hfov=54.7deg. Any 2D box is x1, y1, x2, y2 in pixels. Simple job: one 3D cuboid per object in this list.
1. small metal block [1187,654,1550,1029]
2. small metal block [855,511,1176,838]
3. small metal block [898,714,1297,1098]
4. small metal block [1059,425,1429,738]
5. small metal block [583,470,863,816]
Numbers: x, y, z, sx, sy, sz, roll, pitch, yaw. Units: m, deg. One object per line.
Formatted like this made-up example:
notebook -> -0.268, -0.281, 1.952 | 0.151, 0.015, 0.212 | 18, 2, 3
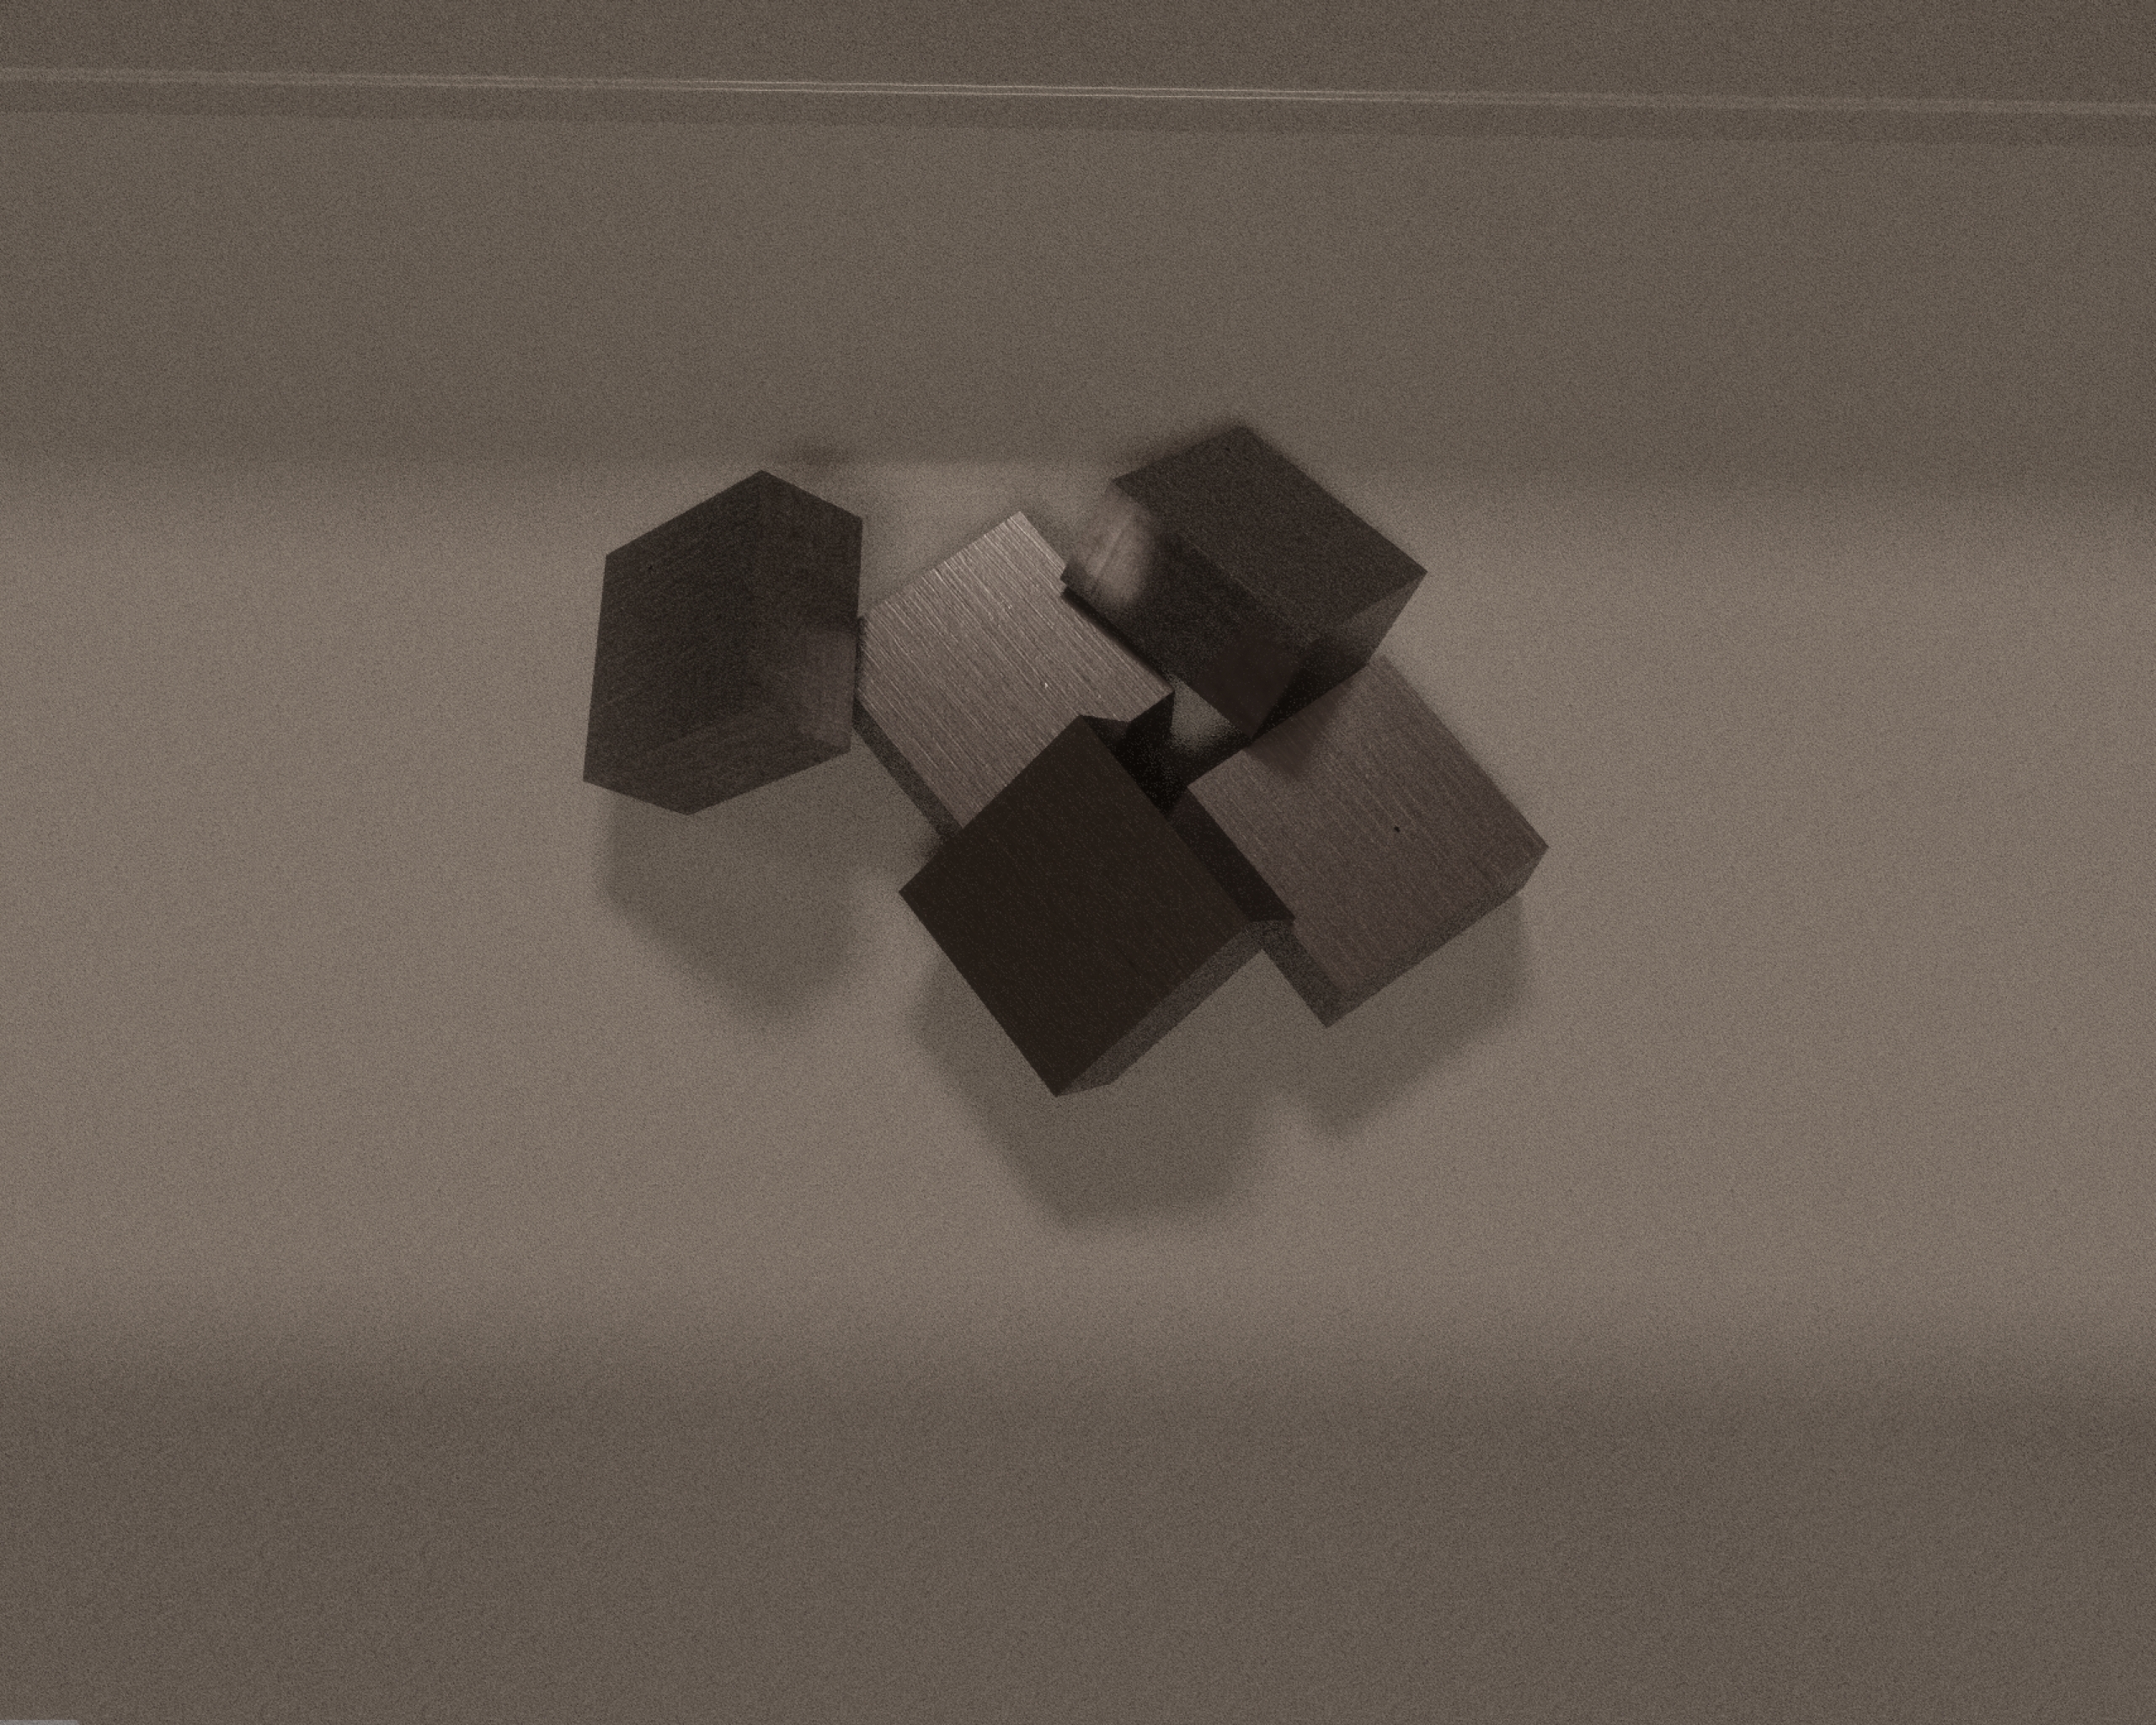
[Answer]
small metal block -> 0.055, -0.004, 0.410 | 0.050, 0.025, 0.050 | -34, 74, -12
small metal block -> -0.016, -0.034, 0.420 | 0.050, 0.025, 0.050 | -36, 74, -13
small metal block -> 0.003, 0.008, 0.393 | 0.050, 0.025, 0.050 | -44, 73, 18
small metal block -> 0.034, -0.057, 0.417 | 0.050, 0.025, 0.050 | 41, 40, 13
small metal block -> -0.069, -0.042, 0.408 | 0.050, 0.025, 0.050 | -17, 63, 40
